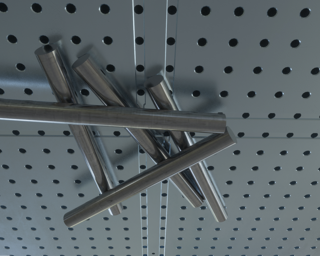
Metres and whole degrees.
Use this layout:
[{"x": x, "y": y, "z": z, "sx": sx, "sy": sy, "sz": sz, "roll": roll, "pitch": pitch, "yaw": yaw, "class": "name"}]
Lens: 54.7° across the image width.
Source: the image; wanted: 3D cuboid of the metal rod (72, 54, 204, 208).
[{"x": -0.013, "y": 0.023, "z": 0.430, "sx": 0.025, "sy": 0.025, "sz": 0.300, "roll": -24, "pitch": 127, "yaw": 19, "class": "metal rod"}]

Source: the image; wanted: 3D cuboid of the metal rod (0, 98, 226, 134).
[{"x": -0.073, "y": -0.015, "z": 0.365, "sx": 0.302, "sy": 0.025, "sz": 0.025, "roll": 4, "pitch": 130, "yaw": -4, "class": "metal rod"}]

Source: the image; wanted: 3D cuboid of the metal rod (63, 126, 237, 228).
[{"x": -0.028, "y": 0.079, "z": 0.445, "sx": 0.300, "sy": 0.025, "sz": 0.025, "roll": -31, "pitch": 124, "yaw": 23, "class": "metal rod"}]

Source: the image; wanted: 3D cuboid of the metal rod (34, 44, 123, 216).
[{"x": -0.099, "y": 0.026, "z": 0.432, "sx": 0.025, "sy": 0.025, "sz": 0.298, "roll": -8, "pitch": 130, "yaw": 6, "class": "metal rod"}]

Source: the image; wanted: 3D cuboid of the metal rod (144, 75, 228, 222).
[{"x": 0.050, "y": 0.050, "z": 0.454, "sx": 0.025, "sy": 0.025, "sz": 0.299, "roll": -18, "pitch": 128, "yaw": 14, "class": "metal rod"}]
